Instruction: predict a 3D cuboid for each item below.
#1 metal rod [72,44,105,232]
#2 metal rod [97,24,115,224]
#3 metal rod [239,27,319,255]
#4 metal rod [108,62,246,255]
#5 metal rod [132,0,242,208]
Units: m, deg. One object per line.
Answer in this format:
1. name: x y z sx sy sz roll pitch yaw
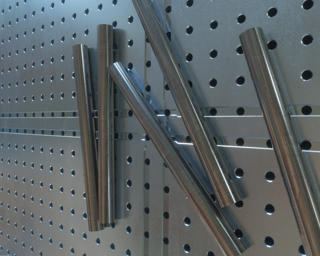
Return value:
1. metal rod: -0.116 0.013 0.502 0.025 0.025 0.298 -11 83 39
2. metal rod: -0.083 -0.007 0.474 0.025 0.025 0.298 -1 89 39
3. metal rod: 0.130 0.042 0.300 0.025 0.025 0.299 -22 76 37
4. metal rod: 0.009 0.026 0.399 0.025 0.025 0.299 -48 62 29
5. metal rod: 0.025 -0.048 0.386 0.025 0.025 0.299 -34 69 34
